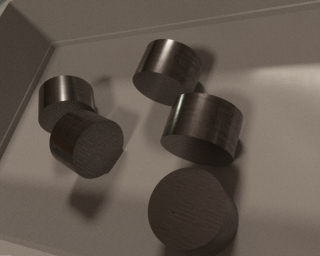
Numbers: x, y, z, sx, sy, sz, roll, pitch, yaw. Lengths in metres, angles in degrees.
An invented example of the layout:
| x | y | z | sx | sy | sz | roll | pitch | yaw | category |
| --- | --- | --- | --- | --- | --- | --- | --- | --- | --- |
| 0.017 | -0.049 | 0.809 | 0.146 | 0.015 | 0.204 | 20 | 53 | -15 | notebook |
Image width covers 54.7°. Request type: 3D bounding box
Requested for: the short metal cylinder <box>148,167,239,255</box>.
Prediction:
| x | y | z | sx | sy | sz | roll | pitch | yaw | category |
| --- | --- | --- | --- | --- | --- | --- | --- | --- | --- |
| 0.035 | 0.087 | 0.317 | 0.080 | 0.050 | 0.080 | -13 | 56 | 20 | short metal cylinder |

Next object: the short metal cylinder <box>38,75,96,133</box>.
| x | y | z | sx | sy | sz | roll | pitch | yaw | category |
| --- | --- | --- | --- | --- | --- | --- | --- | --- | --- |
| -0.137 | -0.031 | 0.460 | 0.080 | 0.080 | 0.050 | -25 | 53 | 12 | short metal cylinder |

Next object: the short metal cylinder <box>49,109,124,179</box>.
| x | y | z | sx | sy | sz | roll | pitch | yaw | category |
| --- | --- | --- | --- | --- | --- | --- | --- | --- | --- |
| -0.095 | 0.020 | 0.406 | 0.050 | 0.080 | 0.080 | 23 | 74 | 36 | short metal cylinder |

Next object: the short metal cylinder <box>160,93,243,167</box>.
| x | y | z | sx | sy | sz | roll | pitch | yaw | category |
| --- | --- | --- | --- | --- | --- | --- | --- | --- | --- |
| 0.046 | 0.004 | 0.343 | 0.080 | 0.080 | 0.050 | 6 | 65 | 30 | short metal cylinder |

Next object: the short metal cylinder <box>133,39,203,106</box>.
| x | y | z | sx | sy | sz | roll | pitch | yaw | category |
| --- | --- | --- | --- | --- | --- | --- | --- | --- | --- |
| 0.011 | -0.070 | 0.407 | 0.080 | 0.080 | 0.050 | 8 | 66 | 31 | short metal cylinder |
